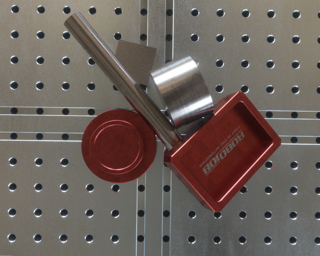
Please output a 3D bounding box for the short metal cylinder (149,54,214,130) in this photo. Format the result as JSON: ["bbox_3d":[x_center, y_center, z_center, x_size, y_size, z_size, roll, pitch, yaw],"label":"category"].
[{"bbox_3d":[0.026,-0.044,0.386,0.050,0.080,0.080,-25,90,0],"label":"short metal cylinder"}]

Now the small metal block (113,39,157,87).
[{"bbox_3d":[-0.034,-0.085,0.413,0.050,0.025,0.050,13,90,-1],"label":"small metal block"}]

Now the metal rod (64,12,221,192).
[{"bbox_3d":[-0.012,-0.018,0.396,0.025,0.025,0.300,-40,98,0],"label":"metal rod"}]

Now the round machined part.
[{"bbox_3d":[-0.054,0.024,0.403,0.099,0.042,0.097,0,90,-1],"label":"round machined part"}]

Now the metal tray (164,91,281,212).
[{"bbox_3d":[0.081,0.028,0.391,0.130,0.030,0.090,-43,98,-16],"label":"metal tray"}]
